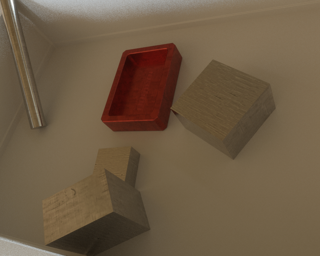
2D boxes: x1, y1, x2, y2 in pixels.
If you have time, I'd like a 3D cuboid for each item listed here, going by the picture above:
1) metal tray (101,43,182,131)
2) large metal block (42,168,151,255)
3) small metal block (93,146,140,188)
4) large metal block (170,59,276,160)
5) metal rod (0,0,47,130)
[{"bbox_3d":[-0.025,-0.059,0.450,0.090,0.030,0.130,-1,61,27],"label":"metal tray"},{"bbox_3d":[-0.069,0.098,0.345,0.080,0.080,0.050,-28,52,10],"label":"large metal block"},{"bbox_3d":[-0.057,0.053,0.402,0.050,0.025,0.050,-6,59,24],"label":"small metal block"},{"bbox_3d":[0.074,-0.023,0.364,0.080,0.050,0.080,-49,52,-7],"label":"large metal block"},{"bbox_3d":[-0.240,-0.144,0.521,0.025,0.025,0.298,-16,86,19],"label":"metal rod"}]
